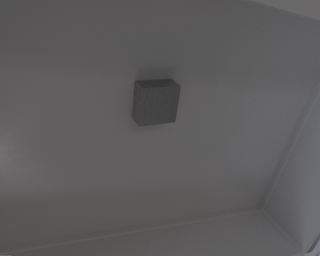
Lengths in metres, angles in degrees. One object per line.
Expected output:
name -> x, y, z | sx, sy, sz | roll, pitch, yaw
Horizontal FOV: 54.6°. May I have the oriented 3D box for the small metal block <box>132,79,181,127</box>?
small metal block -> -0.005, -0.032, 0.385 | 0.050, 0.025, 0.050 | -7, 122, -25
